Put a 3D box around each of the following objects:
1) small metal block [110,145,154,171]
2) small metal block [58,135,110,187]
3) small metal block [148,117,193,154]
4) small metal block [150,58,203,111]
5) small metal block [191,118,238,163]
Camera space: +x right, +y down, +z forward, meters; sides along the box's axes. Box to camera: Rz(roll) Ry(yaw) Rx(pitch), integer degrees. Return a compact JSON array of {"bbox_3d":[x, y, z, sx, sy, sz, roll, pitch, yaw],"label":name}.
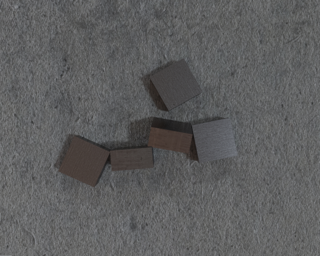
[{"bbox_3d":[-0.034,0.037,0.397,0.050,0.050,0.025,-5,90,0],"label":"small metal block"},{"bbox_3d":[-0.097,0.043,0.409,0.050,0.025,0.050,24,90,0],"label":"small metal block"},{"bbox_3d":[0.013,0.008,0.395,0.050,0.050,0.025,10,106,0],"label":"small metal block"},{"bbox_3d":[0.021,-0.056,0.410,0.050,0.025,0.050,-29,90,0],"label":"small metal block"},{"bbox_3d":[0.070,0.016,0.410,0.050,0.025,0.050,-11,90,-1],"label":"small metal block"}]
